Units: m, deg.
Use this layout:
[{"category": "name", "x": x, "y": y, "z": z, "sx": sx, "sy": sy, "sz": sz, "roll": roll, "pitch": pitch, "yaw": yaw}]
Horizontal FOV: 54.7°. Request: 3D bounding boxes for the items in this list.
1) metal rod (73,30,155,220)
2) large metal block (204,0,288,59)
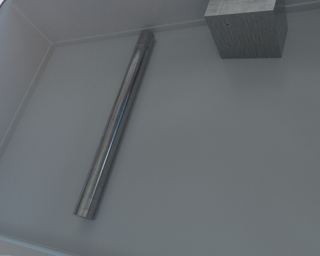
[{"category": "metal rod", "x": -0.059, "y": -0.020, "z": 0.447, "sx": 0.025, "sy": 0.025, "sz": 0.300, "roll": 2, "pitch": 63, "yaw": 29}, {"category": "large metal block", "x": 0.112, "y": -0.134, "z": 0.393, "sx": 0.080, "sy": 0.080, "sz": 0.050, "roll": 6, "pitch": 65, "yaw": 30}]
